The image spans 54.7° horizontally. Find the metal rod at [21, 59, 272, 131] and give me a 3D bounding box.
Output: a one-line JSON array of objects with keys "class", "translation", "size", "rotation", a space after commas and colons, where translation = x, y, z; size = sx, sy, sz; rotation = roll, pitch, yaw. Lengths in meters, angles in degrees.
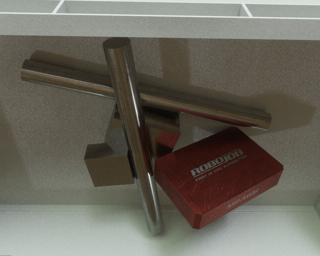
[{"class": "metal rod", "translation": [-0.007, -0.037, 0.377], "size": [0.302, 0.025, 0.025], "rotation": [11, 129, -10]}]

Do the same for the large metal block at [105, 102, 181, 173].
[{"class": "large metal block", "translation": [-0.027, 0.011, 0.400], "size": [0.081, 0.050, 0.079], "rotation": [14, 129, -12]}]

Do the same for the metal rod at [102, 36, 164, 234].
[{"class": "metal rod", "translation": [-0.023, 0.036, 0.372], "size": [0.025, 0.025, 0.298], "rotation": [-5, 130, 4]}]

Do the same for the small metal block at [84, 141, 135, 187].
[{"class": "small metal block", "translation": [-0.060, 0.045, 0.379], "size": [0.050, 0.025, 0.050], "rotation": [-5, 130, 3]}]

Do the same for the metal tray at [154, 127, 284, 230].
[{"class": "metal tray", "translation": [0.070, 0.054, 0.376], "size": [0.131, 0.090, 0.030], "rotation": [-21, 136, -25]}]
